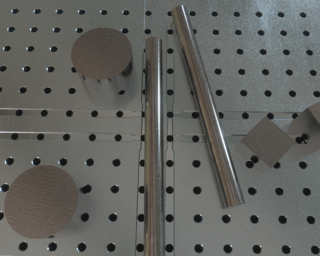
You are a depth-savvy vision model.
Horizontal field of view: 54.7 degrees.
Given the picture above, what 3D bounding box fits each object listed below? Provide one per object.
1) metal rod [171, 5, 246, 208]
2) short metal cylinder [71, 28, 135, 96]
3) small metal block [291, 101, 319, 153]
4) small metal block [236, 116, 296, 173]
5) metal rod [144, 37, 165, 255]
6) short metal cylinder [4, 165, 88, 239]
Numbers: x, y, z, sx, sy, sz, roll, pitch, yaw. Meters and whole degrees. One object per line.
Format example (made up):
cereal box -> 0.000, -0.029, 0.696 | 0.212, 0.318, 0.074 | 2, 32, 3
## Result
metal rod -> 0.061, -0.043, 0.427 | 0.025, 0.025, 0.299 | -11, 70, -4
short metal cylinder -> -0.077, -0.091, 0.431 | 0.081, 0.050, 0.080 | 0, 70, 0
small metal block -> 0.205, -0.001, 0.400 | 0.025, 0.050, 0.050 | -26, 72, -9
small metal block -> 0.138, 0.021, 0.405 | 0.050, 0.025, 0.050 | -42, 76, -14
metal rod -> -0.008, 0.013, 0.406 | 0.025, 0.025, 0.299 | 0, 70, 0
short metal cylinder -> -0.131, 0.088, 0.365 | 0.081, 0.050, 0.080 | 0, 70, 0
